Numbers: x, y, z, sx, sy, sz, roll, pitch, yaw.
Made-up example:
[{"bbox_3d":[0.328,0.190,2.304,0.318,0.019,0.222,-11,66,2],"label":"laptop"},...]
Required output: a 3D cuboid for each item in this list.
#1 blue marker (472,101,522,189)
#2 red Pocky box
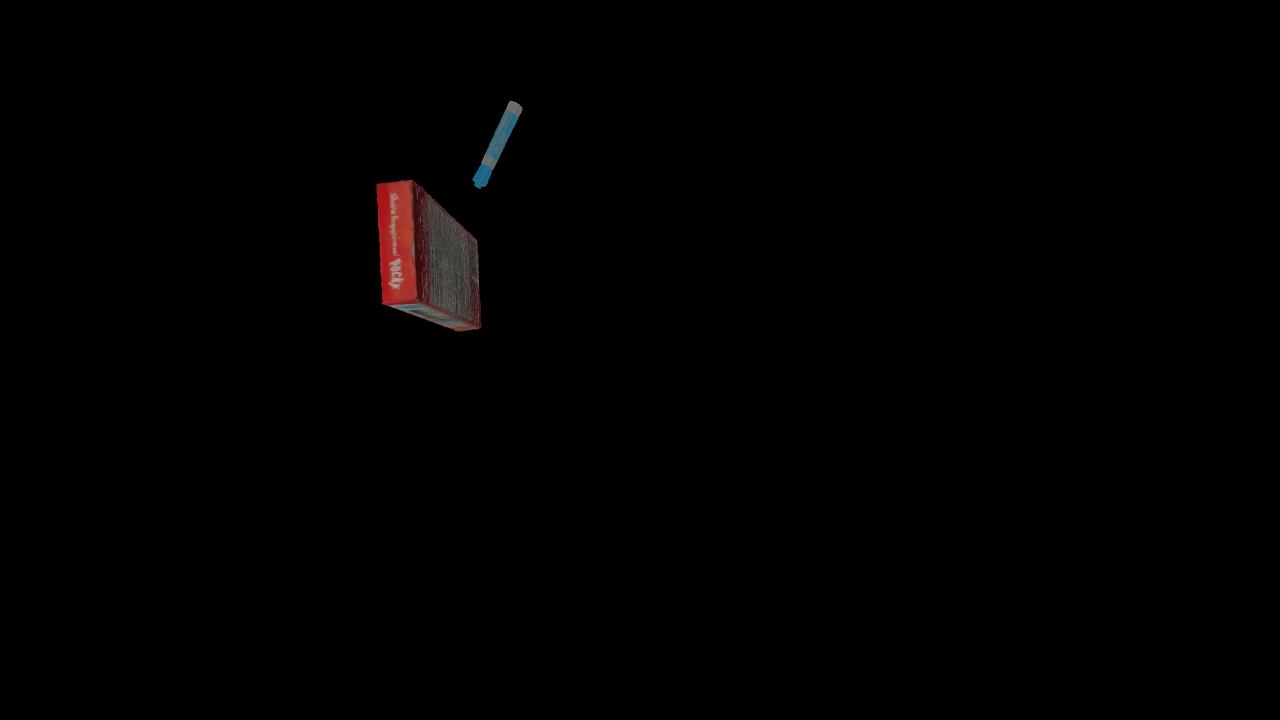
[{"bbox_3d":[-0.184,-0.276,0.793,0.020,0.121,0.020,22,-7,3],"label":"blue marker"},{"bbox_3d":[-0.156,-0.072,0.470,0.028,0.083,0.155,-3,-4,0],"label":"red Pocky box"}]
